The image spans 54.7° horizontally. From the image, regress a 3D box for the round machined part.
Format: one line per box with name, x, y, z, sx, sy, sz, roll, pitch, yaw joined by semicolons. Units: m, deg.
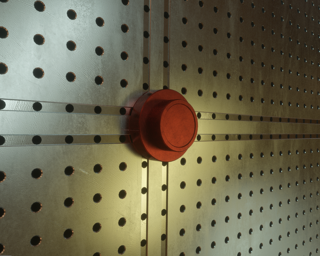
round machined part;0.012;-0.003;0.410;0.099;0.042;0.097;0;90;-40
